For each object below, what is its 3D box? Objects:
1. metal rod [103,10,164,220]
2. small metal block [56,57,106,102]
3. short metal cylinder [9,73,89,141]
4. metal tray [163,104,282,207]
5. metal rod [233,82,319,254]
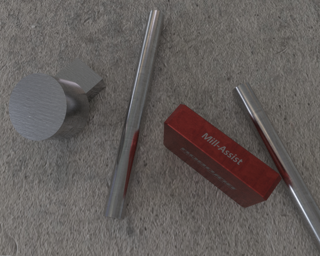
[{"bbox_3d":[-0.030,-0.032,0.419,0.025,0.025,0.299,9,70,3],"label":"metal rod"},{"bbox_3d":[-0.113,-0.061,0.430,0.050,0.025,0.050,41,75,13],"label":"small metal block"},{"bbox_3d":[-0.137,-0.025,0.387,0.080,0.050,0.080,0,89,17],"label":"short metal cylinder"},{"bbox_3d":[0.064,0.036,0.360,0.130,0.090,0.030,38,75,12],"label":"metal tray"},{"bbox_3d":[0.168,0.074,0.382,0.025,0.025,0.299,-21,71,-7],"label":"metal rod"}]
